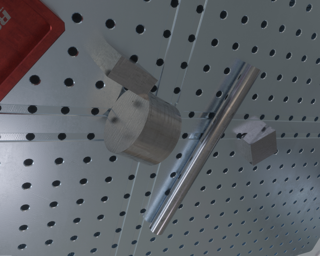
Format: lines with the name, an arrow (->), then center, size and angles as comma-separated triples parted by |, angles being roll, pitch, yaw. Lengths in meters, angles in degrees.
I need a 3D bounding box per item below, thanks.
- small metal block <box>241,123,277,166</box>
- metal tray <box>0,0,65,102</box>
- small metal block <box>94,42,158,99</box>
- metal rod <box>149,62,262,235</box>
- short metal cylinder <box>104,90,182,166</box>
small metal block -> 0.166, 0.028, 0.519 | 0.050, 0.025, 0.050 | -28, 128, -11
metal tray -> -0.162, -0.076, 0.272 | 0.130, 0.030, 0.090 | -46, 129, 4
small metal block -> -0.037, -0.062, 0.336 | 0.050, 0.050, 0.025 | 29, 102, -38
metal rod -> 0.062, 0.041, 0.469 | 0.025, 0.025, 0.298 | 17, 110, -35
short metal cylinder -> -0.021, -0.001, 0.363 | 0.050, 0.080, 0.080 | 26, 104, -37
